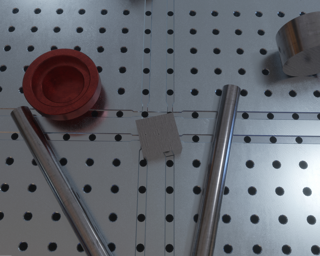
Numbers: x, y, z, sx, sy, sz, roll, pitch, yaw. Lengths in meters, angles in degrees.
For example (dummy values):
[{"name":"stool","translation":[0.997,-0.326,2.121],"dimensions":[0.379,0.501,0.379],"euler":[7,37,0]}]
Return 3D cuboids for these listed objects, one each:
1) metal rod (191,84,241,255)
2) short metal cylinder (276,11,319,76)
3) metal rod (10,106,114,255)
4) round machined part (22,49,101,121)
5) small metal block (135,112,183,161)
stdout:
[{"name":"metal rod","translation":[0.065,0.082,0.381],"dimensions":[0.025,0.025,0.299],"euler":[13,70,4]},{"name":"short metal cylinder","translation":[0.206,-0.112,0.425],"dimensions":[0.081,0.080,0.050],"euler":[-4,70,-2]},{"name":"metal rod","translation":[-0.106,0.095,0.375],"dimensions":[0.025,0.025,0.299],"euler":[-32,73,-11]},{"name":"round machined part","translation":[-0.129,-0.055,0.422],"dimensions":[0.099,0.042,0.098],"euler":[0,70,0]},{"name":"small metal block","translation":[-0.002,0.012,0.407],"dimensions":[0.050,0.025,0.050],"euler":[-12,71,-5]}]
